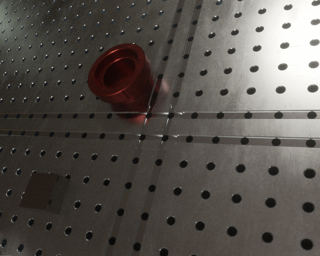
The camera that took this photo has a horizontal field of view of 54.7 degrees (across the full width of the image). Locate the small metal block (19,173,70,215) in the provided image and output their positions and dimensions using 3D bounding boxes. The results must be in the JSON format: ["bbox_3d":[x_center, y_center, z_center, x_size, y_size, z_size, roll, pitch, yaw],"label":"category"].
[{"bbox_3d":[-0.161,0.091,0.435,0.050,0.025,0.050,-2,61,27],"label":"small metal block"}]

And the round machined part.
[{"bbox_3d":[-0.057,-0.078,0.474,0.098,0.042,0.098,-13,56,20],"label":"round machined part"}]

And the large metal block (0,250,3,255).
[{"bbox_3d":[-0.258,0.192,0.407,0.080,0.050,0.080,-49,52,-6],"label":"large metal block"}]
